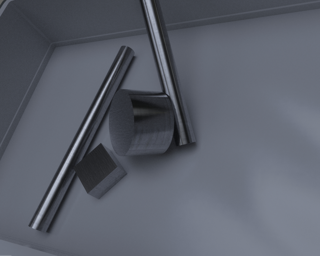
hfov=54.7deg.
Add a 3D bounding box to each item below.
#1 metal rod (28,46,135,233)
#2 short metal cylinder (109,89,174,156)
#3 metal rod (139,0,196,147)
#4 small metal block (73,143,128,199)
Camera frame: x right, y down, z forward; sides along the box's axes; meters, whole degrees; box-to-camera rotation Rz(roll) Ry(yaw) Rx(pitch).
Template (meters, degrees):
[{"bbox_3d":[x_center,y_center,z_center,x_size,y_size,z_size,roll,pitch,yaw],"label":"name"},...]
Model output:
[{"bbox_3d":[-0.107,0.003,0.458,0.025,0.025,0.300,9,66,32],"label":"metal rod"},{"bbox_3d":[-0.025,-0.006,0.379,0.080,0.050,0.079,0,90,61],"label":"short metal cylinder"},{"bbox_3d":[-0.004,-0.124,0.393,0.025,0.025,0.298,-16,84,19],"label":"metal rod"},{"bbox_3d":[-0.080,0.057,0.411,0.050,0.025,0.050,-42,51,-1],"label":"small metal block"}]
